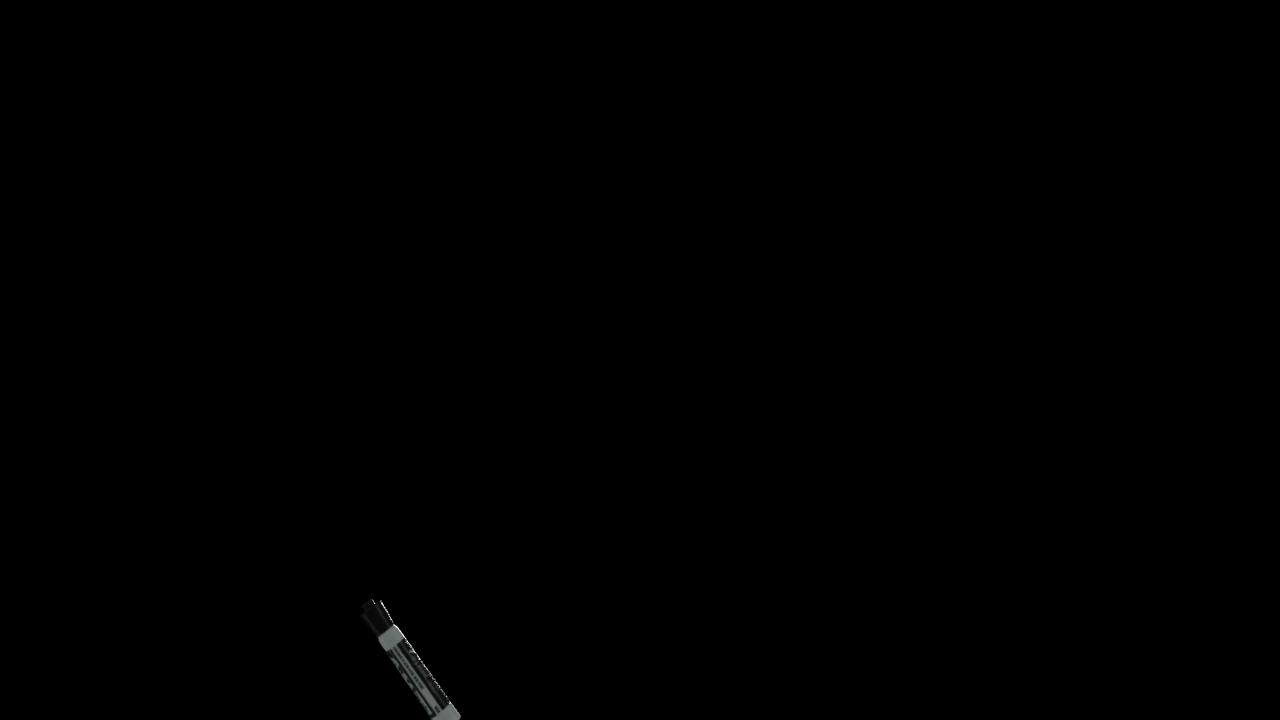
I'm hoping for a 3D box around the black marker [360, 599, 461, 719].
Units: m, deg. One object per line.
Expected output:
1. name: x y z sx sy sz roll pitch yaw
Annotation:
1. black marker: -0.188 0.247 0.500 0.020 0.121 0.020 -37 -4 -3
